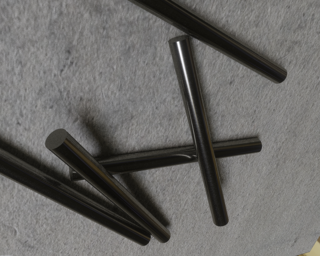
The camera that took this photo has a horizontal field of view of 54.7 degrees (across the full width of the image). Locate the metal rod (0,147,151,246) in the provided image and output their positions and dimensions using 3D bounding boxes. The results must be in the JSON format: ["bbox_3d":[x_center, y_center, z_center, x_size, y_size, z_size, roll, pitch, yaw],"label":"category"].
[{"bbox_3d":[-0.108,0.099,0.410,0.025,0.025,0.300,-44,130,2],"label":"metal rod"}]

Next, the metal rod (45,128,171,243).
[{"bbox_3d":[-0.048,0.097,0.417,0.025,0.025,0.299,-37,137,-4],"label":"metal rod"}]

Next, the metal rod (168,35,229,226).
[{"bbox_3d":[0.060,0.023,0.427,0.025,0.025,0.298,-25,119,-14],"label":"metal rod"}]

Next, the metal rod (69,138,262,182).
[{"bbox_3d":[0.025,0.041,0.447,0.303,0.025,0.025,-5,121,-26],"label":"metal rod"}]

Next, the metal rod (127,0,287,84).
[{"bbox_3d":[0.059,-0.113,0.370,0.302,0.025,0.025,17,110,-35],"label":"metal rod"}]
